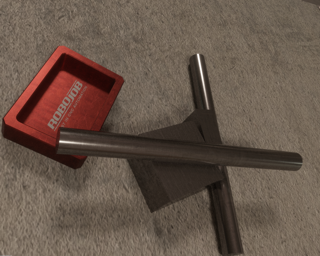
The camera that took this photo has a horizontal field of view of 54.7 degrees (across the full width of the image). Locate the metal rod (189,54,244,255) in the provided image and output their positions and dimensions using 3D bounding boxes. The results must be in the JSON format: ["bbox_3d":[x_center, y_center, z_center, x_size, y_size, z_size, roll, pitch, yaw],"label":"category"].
[{"bbox_3d":[0.073,0.017,0.434,0.025,0.025,0.299,9,58,-24],"label":"metal rod"}]

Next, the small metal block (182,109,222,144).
[{"bbox_3d":[0.052,0.009,0.412,0.025,0.050,0.050,2,61,-28],"label":"small metal block"}]

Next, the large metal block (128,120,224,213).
[{"bbox_3d":[0.016,0.044,0.371,0.081,0.050,0.080,-14,69,-34],"label":"large metal block"}]

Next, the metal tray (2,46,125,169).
[{"bbox_3d":[-0.106,-0.028,0.361,0.090,0.030,0.130,27,52,-12],"label":"metal tray"}]

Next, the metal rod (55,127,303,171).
[{"bbox_3d":[0.043,0.028,0.347,0.302,0.025,0.025,7,59,-25],"label":"metal rod"}]
